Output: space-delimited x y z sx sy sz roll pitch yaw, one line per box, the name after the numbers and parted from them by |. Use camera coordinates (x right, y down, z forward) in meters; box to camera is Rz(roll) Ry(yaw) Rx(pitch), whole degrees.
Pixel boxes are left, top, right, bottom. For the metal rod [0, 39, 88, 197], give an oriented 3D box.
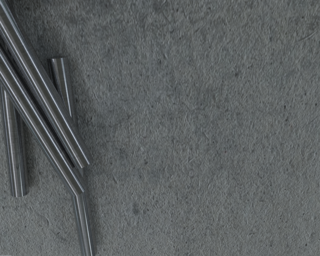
-0.167 -0.045 0.363 0.025 0.025 0.299 -22 109 8 | metal rod

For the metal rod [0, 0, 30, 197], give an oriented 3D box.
-0.189 -0.048 0.390 0.025 0.025 0.298 4 110 -2 | metal rod

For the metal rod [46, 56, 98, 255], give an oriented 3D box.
-0.117 0.054 0.428 0.025 0.025 0.298 -3 110 1 | metal rod

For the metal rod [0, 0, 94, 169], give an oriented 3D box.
-0.153 -0.084 0.349 0.025 0.025 0.299 -21 109 7 | metal rod
